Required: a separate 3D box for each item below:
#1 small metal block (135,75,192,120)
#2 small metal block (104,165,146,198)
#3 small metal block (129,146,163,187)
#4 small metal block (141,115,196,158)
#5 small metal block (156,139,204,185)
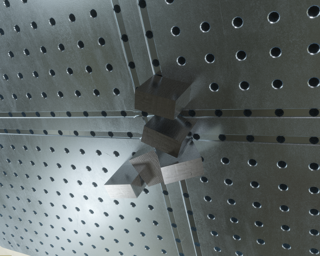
[{"bbox_3d":[0.004,-0.038,0.370,0.050,0.050,0.025,17,125,18],"label":"small metal block"},{"bbox_3d":[-0.048,0.081,0.471,0.050,0.050,0.025,-8,114,32],"label":"small metal block"},{"bbox_3d":[-0.008,0.052,0.448,0.050,0.025,0.050,-26,105,36],"label":"small metal block"},{"bbox_3d":[0.011,0.005,0.393,0.050,0.050,0.025,24,127,13],"label":"small metal block"},{"bbox_3d":[0.024,0.042,0.396,0.050,0.050,0.025,-14,116,-2],"label":"small metal block"}]
